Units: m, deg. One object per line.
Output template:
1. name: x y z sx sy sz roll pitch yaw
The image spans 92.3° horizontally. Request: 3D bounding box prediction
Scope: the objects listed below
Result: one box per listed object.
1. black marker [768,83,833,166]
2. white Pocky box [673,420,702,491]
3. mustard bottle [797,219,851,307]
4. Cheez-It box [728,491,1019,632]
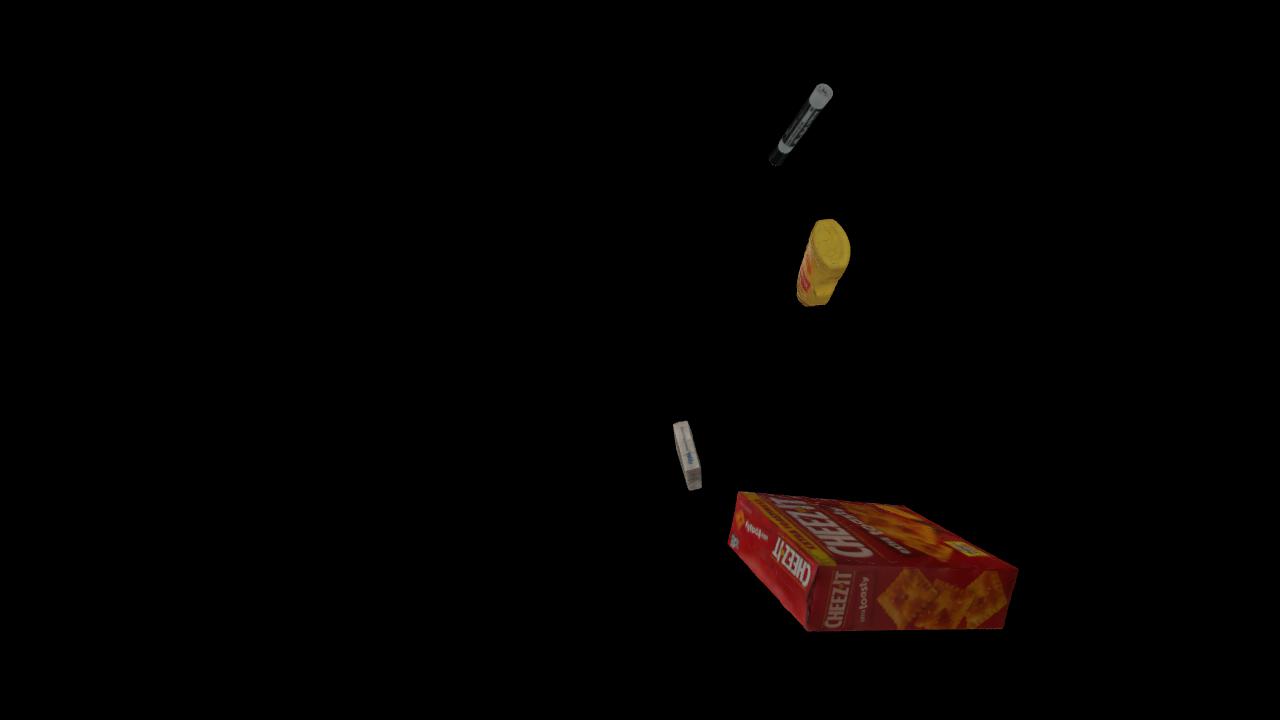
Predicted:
1. black marker: 0.168 -0.246 0.656 0.020 0.020 0.121 0 -16 -12
2. white Pocky box: 0.082 0.166 1.045 0.028 0.084 0.154 -15 -24 -1
3. mustard bottle: 0.287 -0.137 0.990 0.054 0.092 0.184 -12 -24 -2
4. Cheez-It box: 0.223 0.198 0.620 0.223 0.071 0.166 8 7 -17
